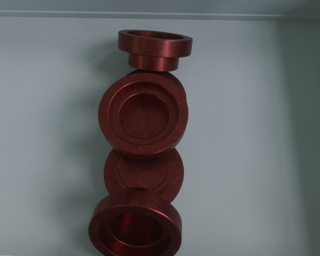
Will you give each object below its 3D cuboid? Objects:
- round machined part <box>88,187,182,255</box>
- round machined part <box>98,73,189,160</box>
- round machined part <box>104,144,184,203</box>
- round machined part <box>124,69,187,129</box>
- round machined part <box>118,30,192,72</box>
[{"bbox_3d":[-0.025,0.104,0.341,0.099,0.097,0.042,6,33,2],"label":"round machined part"},{"bbox_3d":[-0.018,-0.011,0.357,0.099,0.042,0.098,0,70,-1],"label":"round machined part"},{"bbox_3d":[-0.020,0.053,0.379,0.099,0.042,0.098,0,70,-1],"label":"round machined part"},{"bbox_3d":[-0.014,-0.039,0.413,0.099,0.042,0.098,0,70,-1],"label":"round machined part"},{"bbox_3d":[-0.008,-0.104,0.417,0.099,0.098,0.042,7,113,2],"label":"round machined part"}]
